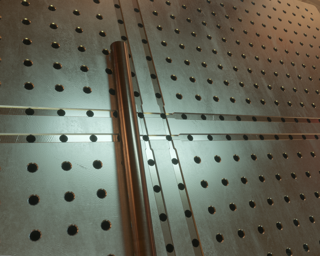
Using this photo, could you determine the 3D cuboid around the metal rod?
[{"bbox_3d":[-0.037,0.014,0.380,0.025,0.025,0.299,5,60,-26],"label":"metal rod"}]
